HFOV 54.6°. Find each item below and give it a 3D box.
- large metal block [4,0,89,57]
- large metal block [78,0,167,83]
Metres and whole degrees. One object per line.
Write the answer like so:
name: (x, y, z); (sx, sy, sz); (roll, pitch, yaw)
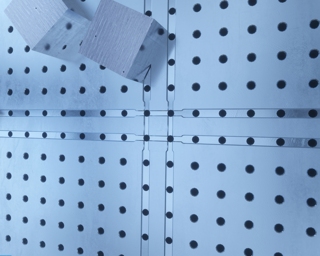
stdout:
large metal block: (-0.168, -0.166, 0.459); (0.080, 0.050, 0.080); (-41, 77, 15)
large metal block: (-0.050, -0.117, 0.417); (0.080, 0.050, 0.080); (30, 100, 17)
